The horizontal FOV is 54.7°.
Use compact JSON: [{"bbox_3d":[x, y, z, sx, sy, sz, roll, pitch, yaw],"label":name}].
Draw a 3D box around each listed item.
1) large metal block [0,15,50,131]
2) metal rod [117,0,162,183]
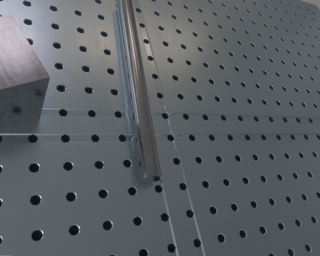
[{"bbox_3d":[-0.162,-0.054,0.319,0.050,0.080,0.080,-25,75,-37],"label":"large metal block"},{"bbox_3d":[-0.034,-0.071,0.433,0.025,0.025,0.299,4,60,-26],"label":"metal rod"}]
